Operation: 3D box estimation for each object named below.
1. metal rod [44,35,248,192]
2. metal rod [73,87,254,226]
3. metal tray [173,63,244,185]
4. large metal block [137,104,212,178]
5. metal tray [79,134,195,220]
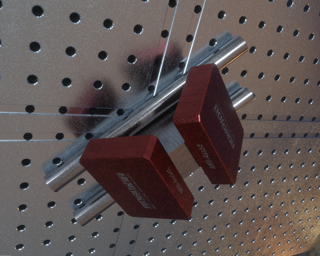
[{"bbox_3d":[-0.014,-0.020,0.393,0.301,0.025,0.025,-37,130,-4],"label":"metal rod"},{"bbox_3d":[0.008,0.038,0.441,0.301,0.025,0.025,-36,130,-5],"label":"metal rod"},{"bbox_3d":[0.065,-0.001,0.377,0.130,0.030,0.090,56,42,-39],"label":"metal tray"},{"bbox_3d":[0.016,0.017,0.396,0.080,0.080,0.050,-36,130,-5],"label":"large metal block"},{"bbox_3d":[-0.023,0.063,0.369,0.090,0.030,0.130,-5,135,27],"label":"metal tray"}]
